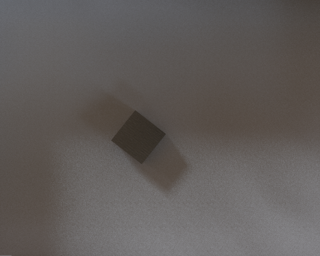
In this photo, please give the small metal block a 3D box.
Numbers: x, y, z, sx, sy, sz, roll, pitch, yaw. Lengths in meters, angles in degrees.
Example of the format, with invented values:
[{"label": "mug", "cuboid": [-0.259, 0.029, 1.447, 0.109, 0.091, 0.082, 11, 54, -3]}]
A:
[{"label": "small metal block", "cuboid": [-0.028, 0.012, 0.411, 0.050, 0.025, 0.050, 38, 90, -1]}]
